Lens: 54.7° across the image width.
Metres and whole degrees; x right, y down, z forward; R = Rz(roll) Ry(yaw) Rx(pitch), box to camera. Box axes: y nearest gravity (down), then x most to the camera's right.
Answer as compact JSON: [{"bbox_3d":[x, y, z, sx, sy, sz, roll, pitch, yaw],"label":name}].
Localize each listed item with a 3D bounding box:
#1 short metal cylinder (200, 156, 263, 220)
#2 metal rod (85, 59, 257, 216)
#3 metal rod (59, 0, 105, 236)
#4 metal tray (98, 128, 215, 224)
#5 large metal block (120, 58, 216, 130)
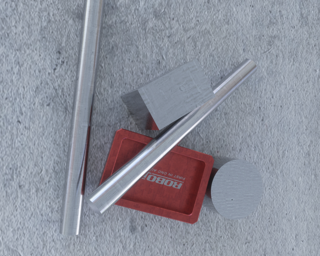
[{"bbox_3d":[0.094,0.081,0.432,0.081,0.050,0.079,0,90,-21],"label":"short metal cylinder"},{"bbox_3d":[0.033,-0.006,0.388,0.302,0.025,0.025,-41,104,-29],"label":"metal rod"},{"bbox_3d":[-0.093,-0.024,0.375,0.025,0.025,0.298,6,88,-20],"label":"metal rod"},{"bbox_3d":[-0.005,0.061,0.395,0.131,0.030,0.090,18,84,-11],"label":"metal tray"},{"bbox_3d":[0.007,-0.039,0.383,0.080,0.080,0.050,-31,101,-18],"label":"large metal block"}]
